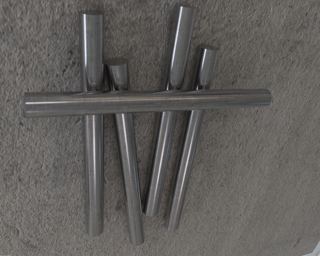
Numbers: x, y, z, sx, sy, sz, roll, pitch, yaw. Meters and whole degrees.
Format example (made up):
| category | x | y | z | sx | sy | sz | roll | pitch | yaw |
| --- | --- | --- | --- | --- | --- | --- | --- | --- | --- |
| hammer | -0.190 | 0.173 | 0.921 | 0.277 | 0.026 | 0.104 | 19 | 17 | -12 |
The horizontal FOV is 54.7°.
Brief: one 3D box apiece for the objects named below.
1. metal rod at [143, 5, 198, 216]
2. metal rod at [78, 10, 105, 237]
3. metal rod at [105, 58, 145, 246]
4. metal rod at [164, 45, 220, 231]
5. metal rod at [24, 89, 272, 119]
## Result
| category | x | y | z | sx | sy | sz | roll | pitch | yaw |
| --- | --- | --- | --- | --- | --- | --- | --- | --- | --- |
| metal rod | 0.007 | -0.003 | 0.408 | 0.025 | 0.025 | 0.298 | -5 | 121 | -26 |
| metal rod | -0.080 | 0.017 | 0.373 | 0.025 | 0.025 | 0.298 | -9 | 122 | -24 |
| metal rod | -0.042 | 0.053 | 0.416 | 0.025 | 0.025 | 0.298 | -16 | 125 | -20 |
| metal rod | 0.040 | 0.032 | 0.447 | 0.025 | 0.025 | 0.298 | -6 | 121 | -26 |
| metal rod | 0.009 | -0.031 | 0.357 | 0.303 | 0.025 | 0.025 | -4 | 121 | -26 |
